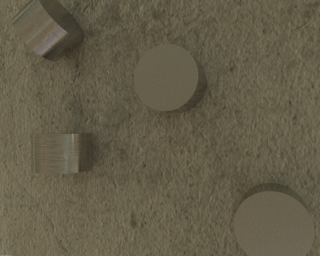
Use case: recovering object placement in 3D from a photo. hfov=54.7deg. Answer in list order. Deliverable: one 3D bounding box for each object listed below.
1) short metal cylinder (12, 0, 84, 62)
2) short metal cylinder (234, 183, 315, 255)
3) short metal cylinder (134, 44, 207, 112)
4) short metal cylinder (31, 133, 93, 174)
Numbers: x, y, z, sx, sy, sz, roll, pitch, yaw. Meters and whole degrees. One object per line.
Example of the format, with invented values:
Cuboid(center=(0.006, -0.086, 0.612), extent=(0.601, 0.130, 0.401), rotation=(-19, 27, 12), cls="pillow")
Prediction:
Cuboid(center=(-0.154, -0.140, 0.433), extent=(0.050, 0.080, 0.080), rotation=(-37, 79, 16), cls="short metal cylinder")
Cuboid(center=(0.127, 0.106, 0.351), extent=(0.080, 0.050, 0.079), rotation=(0, 90, 19), cls="short metal cylinder")
Cuboid(center=(0.014, -0.060, 0.390), extent=(0.080, 0.050, 0.079), rotation=(0, 90, 19), cls="short metal cylinder")
Cuboid(center=(-0.133, 0.032, 0.425), extent=(0.080, 0.080, 0.050), rotation=(-1, 90, 19), cls="short metal cylinder")
